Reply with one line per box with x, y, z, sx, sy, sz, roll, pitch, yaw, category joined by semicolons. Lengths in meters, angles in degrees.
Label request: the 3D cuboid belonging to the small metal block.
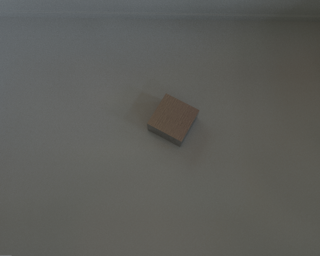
0.018;-0.010;0.414;0.050;0.025;0.050;28;72;9;small metal block
